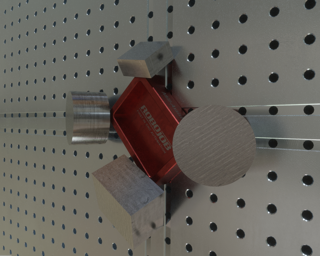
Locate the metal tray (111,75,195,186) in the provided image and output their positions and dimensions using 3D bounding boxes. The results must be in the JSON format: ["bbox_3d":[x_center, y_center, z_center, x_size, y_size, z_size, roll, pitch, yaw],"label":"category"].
[{"bbox_3d":[-0.010,0.000,0.413,0.090,0.030,0.130,-49,61,29],"label":"metal tray"}]

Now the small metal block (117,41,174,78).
[{"bbox_3d":[-0.019,-0.090,0.405,0.050,0.050,0.025,12,135,39],"label":"small metal block"}]

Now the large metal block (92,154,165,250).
[{"bbox_3d":[-0.041,0.095,0.404,0.080,0.050,0.079,38,144,33],"label":"large metal block"}]

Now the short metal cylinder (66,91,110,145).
[{"bbox_3d":[-0.110,-0.015,0.465,0.080,0.050,0.079,180,90,-65],"label":"short metal cylinder"}]

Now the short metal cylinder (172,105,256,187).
[{"bbox_3d":[0.058,0.017,0.325,0.080,0.050,0.079,0,90,13],"label":"short metal cylinder"}]
